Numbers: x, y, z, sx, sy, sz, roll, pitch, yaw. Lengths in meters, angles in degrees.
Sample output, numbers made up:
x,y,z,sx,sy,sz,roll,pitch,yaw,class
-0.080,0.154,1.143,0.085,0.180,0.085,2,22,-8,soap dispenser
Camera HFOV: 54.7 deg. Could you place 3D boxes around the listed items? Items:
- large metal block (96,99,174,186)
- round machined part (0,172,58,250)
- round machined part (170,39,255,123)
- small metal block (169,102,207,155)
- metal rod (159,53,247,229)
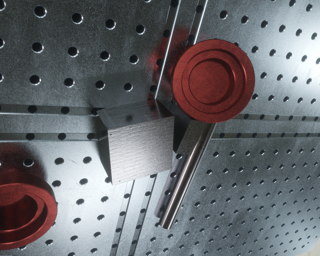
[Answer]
x,y,z,sx,sy,sz,roll,pitch,yaw,class
-0.031,0.016,0.388,0.081,0.050,0.079,-13,124,-22,large metal block
-0.174,0.091,0.362,0.099,0.042,0.097,-14,124,-21,round machined part
0.062,-0.057,0.381,0.099,0.042,0.097,-1,99,-5,round machined part
0.029,0.000,0.411,0.025,0.050,0.050,9,115,-33,small metal block
0.056,0.029,0.459,0.025,0.025,0.298,6,116,-31,metal rod
